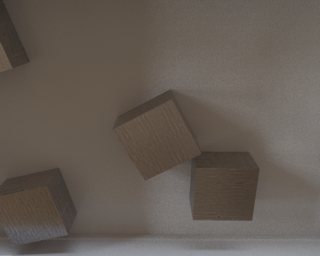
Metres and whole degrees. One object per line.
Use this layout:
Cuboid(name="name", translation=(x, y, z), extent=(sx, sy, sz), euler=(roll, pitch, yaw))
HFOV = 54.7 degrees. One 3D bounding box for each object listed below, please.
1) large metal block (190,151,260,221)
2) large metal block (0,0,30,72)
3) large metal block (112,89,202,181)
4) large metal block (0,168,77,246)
Cuboid(name="large metal block", translation=(0.085, 0.079, 0.429), extent=(0.081, 0.050, 0.079), euler=(1, 110, -1))
Cuboid(name="large metal block", translation=(-0.214, -0.100, 0.358), extent=(0.080, 0.050, 0.080), euler=(-16, 110, 5))
Cuboid(name="large metal block", translation=(-0.003, 0.008, 0.401), extent=(0.080, 0.050, 0.080), euler=(-27, 108, 9))
Cuboid(name="large metal block", translation=(-0.174, 0.110, 0.436), extent=(0.080, 0.050, 0.080), euler=(-13, 110, 4))
